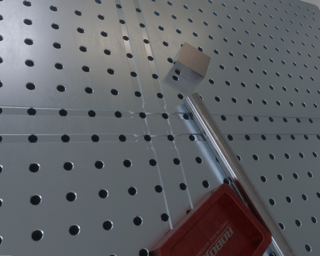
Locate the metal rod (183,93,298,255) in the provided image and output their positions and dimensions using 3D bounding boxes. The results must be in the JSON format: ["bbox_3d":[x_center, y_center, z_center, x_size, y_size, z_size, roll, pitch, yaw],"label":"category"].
[{"bbox_3d":[0.116,0.081,0.421,0.025,0.025,0.299,-18,71,-35],"label":"metal rod"}]

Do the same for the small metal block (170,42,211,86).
[{"bbox_3d":[0.050,-0.103,0.498,0.050,0.025,0.050,29,52,-10],"label":"small metal block"}]

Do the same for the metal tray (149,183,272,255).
[{"bbox_3d":[0.062,0.136,0.355,0.131,0.030,0.090,-33,80,-38],"label":"metal tray"}]
